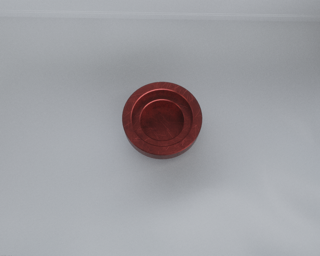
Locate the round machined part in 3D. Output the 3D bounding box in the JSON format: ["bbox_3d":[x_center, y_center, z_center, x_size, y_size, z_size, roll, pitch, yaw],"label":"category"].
[{"bbox_3d":[0.003,-0.007,0.399,0.099,0.042,0.098,0,70,-1],"label":"round machined part"}]
